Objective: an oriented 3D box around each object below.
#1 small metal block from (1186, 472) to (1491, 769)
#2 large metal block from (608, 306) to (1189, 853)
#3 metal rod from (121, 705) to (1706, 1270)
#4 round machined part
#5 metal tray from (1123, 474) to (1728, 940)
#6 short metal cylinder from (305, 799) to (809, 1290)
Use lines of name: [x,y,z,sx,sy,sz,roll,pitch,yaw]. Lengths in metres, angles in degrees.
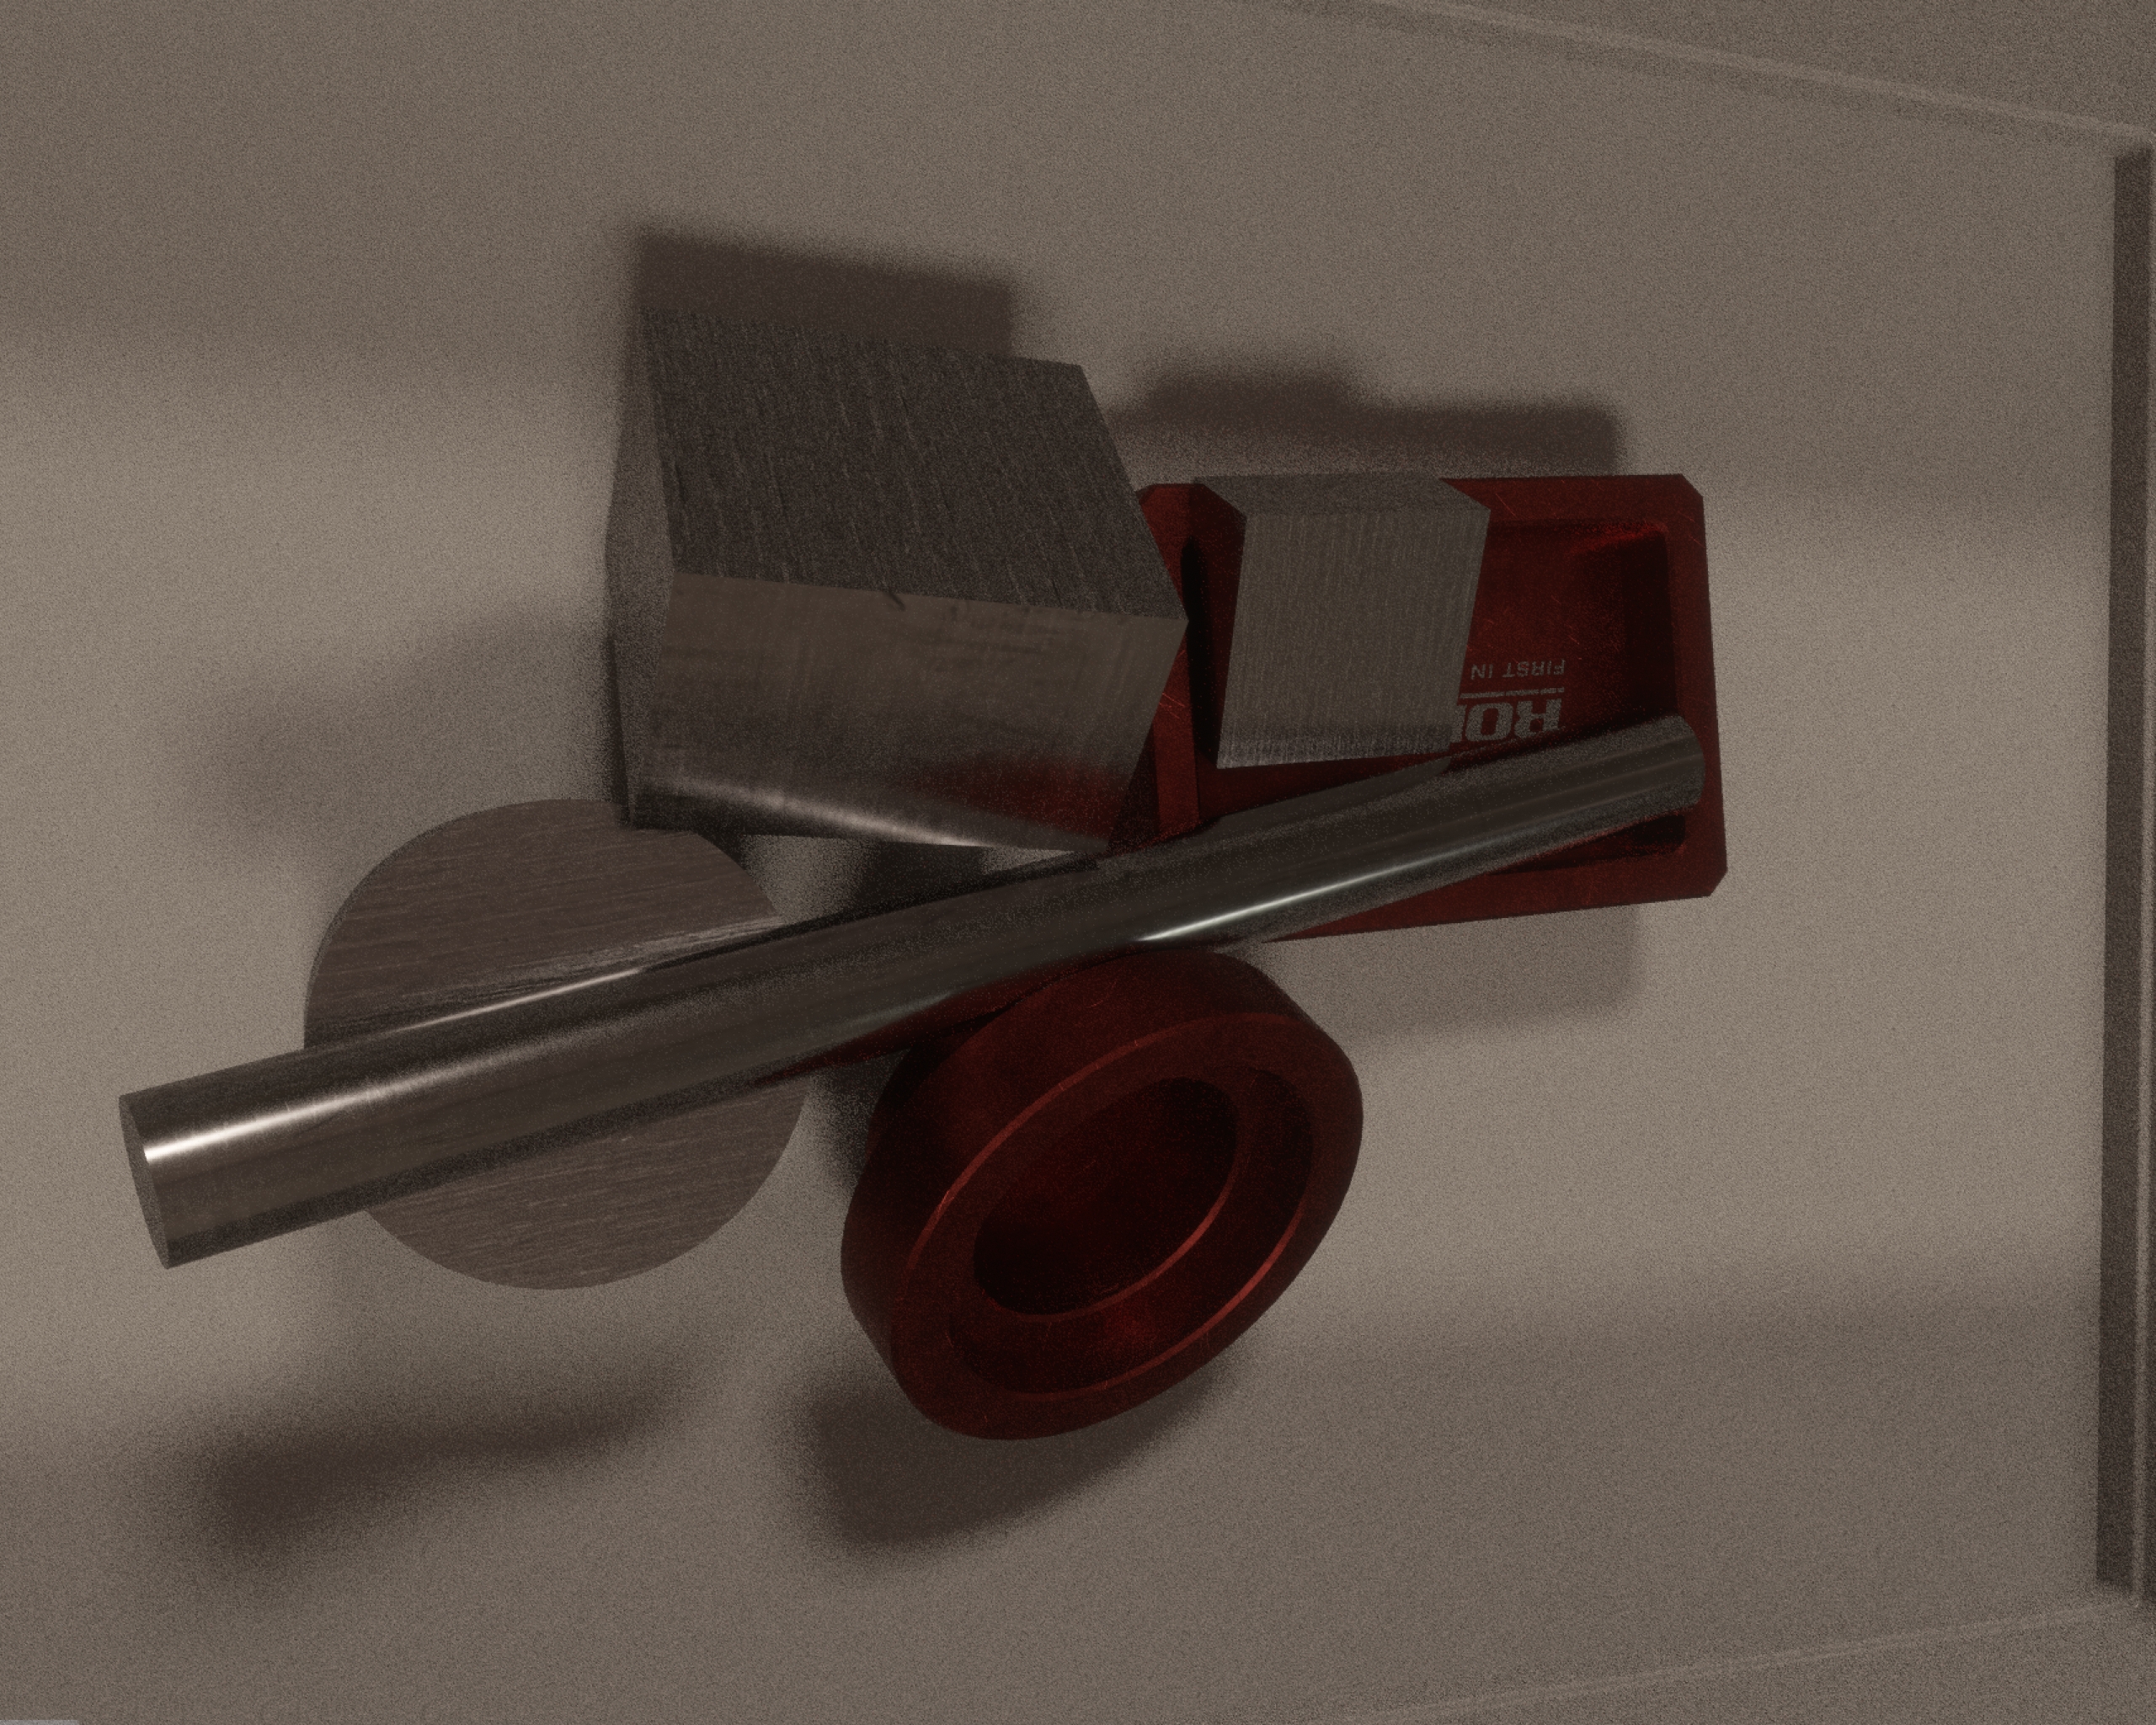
small metal block: [0.048,-0.048,0.405,0.050,0.025,0.050,-5,118,-20]
large metal block: [-0.035,-0.049,0.359,0.081,0.080,0.050,3,131,-19]
metal rod: [-0.003,0.012,0.365,0.303,0.025,0.025,-15,95,-31]
round machined part: [0.000,0.056,0.384,0.099,0.042,0.097,-21,133,-24]
metal tray: [0.069,-0.033,0.432,0.131,0.030,0.089,-5,92,-20]
short metal cylinder: [-0.091,0.029,0.362,0.081,0.050,0.079,0,90,-21]
